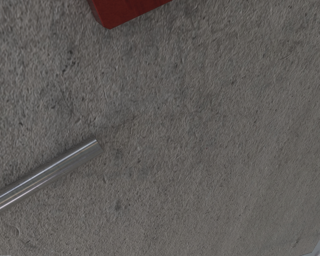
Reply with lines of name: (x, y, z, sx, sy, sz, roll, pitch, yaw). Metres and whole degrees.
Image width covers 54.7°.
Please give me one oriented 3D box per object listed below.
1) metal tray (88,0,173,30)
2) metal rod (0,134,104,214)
metal tray: (-0.015, -0.164, 0.294, 0.131, 0.030, 0.090, -29, 128, -10)
metal rod: (-0.202, 0.096, 0.355, 0.301, 0.025, 0.025, -31, 129, -8)
